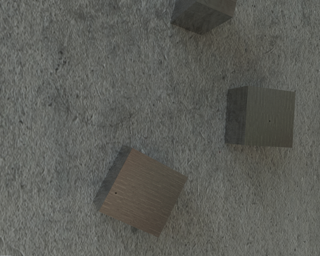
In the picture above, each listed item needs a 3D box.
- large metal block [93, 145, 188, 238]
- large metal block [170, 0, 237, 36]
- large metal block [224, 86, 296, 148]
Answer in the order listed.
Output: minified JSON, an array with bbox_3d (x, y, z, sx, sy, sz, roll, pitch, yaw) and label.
[{"bbox_3d":[-0.025,0.077,0.386,0.080,0.050,0.080,30,80,-18],"label":"large metal block"},{"bbox_3d":[0.060,-0.177,0.401,0.050,0.080,0.080,15,85,-20],"label":"large metal block"},{"bbox_3d":[0.144,-0.014,0.449,0.081,0.050,0.080,4,89,-20],"label":"large metal block"}]
